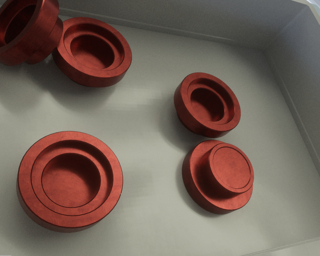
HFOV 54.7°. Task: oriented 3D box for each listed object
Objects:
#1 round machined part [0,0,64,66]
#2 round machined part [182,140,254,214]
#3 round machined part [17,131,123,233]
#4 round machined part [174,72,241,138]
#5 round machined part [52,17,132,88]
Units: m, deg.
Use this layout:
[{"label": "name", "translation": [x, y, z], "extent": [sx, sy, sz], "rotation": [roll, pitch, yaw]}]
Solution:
[{"label": "round machined part", "translation": [-0.152, -0.113, 0.358], "extent": [0.042, 0.098, 0.098], "rotation": [37, 40, -51]}, {"label": "round machined part", "translation": [0.082, 0.058, 0.403], "extent": [0.099, 0.042, 0.098], "rotation": [14, 56, -21]}, {"label": "round machined part", "translation": [-0.091, 0.055, 0.312], "extent": [0.099, 0.042, 0.098], "rotation": [14, 56, -21]}, {"label": "round machined part", "translation": [0.063, -0.028, 0.446], "extent": [0.099, 0.042, 0.098], "rotation": [14, 56, -21]}, {"label": "round machined part", "translation": [-0.090, -0.092, 0.402], "extent": [0.099, 0.042, 0.098], "rotation": [14, 56, -22]}]
